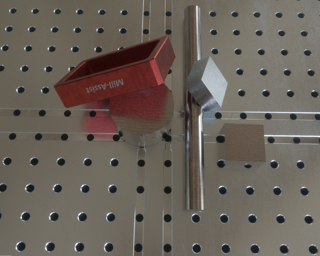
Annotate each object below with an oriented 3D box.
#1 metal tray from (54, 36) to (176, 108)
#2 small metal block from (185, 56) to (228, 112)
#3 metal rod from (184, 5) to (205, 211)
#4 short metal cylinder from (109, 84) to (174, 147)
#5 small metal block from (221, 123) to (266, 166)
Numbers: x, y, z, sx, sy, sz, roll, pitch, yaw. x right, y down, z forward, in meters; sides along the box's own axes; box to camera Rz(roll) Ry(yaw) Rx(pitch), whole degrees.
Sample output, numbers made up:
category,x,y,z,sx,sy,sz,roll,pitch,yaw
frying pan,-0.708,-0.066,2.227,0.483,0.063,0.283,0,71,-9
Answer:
category,x,y,z,sx,sy,sz,roll,pitch,yaw
metal tray,-0.053,-0.070,0.383,0.130,0.030,0.090,-11,29,20
small metal block,0.063,-0.058,0.412,0.025,0.050,0.050,-15,39,38
metal rod,0.046,-0.041,0.427,0.025,0.025,0.299,2,70,0
short metal cylinder,-0.023,-0.021,0.406,0.081,0.050,0.080,0,70,-1
small metal block,0.108,0.022,0.405,0.050,0.025,0.050,3,70,0
